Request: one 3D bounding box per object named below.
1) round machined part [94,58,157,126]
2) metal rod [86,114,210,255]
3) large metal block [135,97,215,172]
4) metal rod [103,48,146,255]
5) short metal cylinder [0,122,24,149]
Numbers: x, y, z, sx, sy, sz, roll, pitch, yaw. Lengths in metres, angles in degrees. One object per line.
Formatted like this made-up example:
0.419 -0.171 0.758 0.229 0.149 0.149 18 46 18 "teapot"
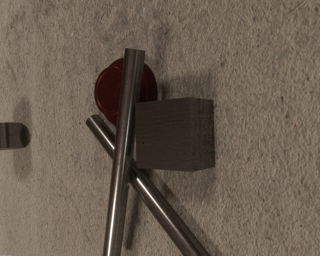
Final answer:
-0.055 -0.050 0.437 0.098 0.042 0.097 0 90 39 "round machined part"
-0.017 0.085 0.417 0.300 0.025 0.025 48 118 29 "metal rod"
0.017 0.008 0.373 0.080 0.050 0.079 -2 89 39 "large metal block"
-0.050 0.049 0.408 0.025 0.025 0.298 18 105 38 "metal rod"
-0.321 0.019 0.629 0.080 0.081 0.050 -9 84 39 "short metal cylinder"
